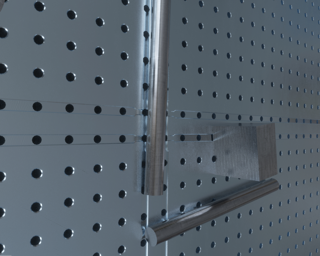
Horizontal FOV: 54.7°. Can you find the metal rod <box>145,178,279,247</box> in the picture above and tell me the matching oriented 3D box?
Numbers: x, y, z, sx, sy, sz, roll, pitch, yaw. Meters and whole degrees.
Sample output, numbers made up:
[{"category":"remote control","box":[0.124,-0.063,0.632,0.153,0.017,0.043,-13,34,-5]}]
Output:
[{"category":"metal rod","box":[0.103,0.125,0.498,0.302,0.025,0.025,-8,95,-40]}]

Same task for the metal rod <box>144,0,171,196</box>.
[{"category":"metal rod","box":[-0.002,-0.063,0.408,0.025,0.025,0.298,4,88,-40]}]

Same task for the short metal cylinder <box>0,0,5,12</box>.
[{"category":"short metal cylinder","box":[-0.174,-0.112,0.247,0.081,0.050,0.079,0,90,-40]}]

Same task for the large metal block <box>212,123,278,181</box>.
[{"category":"large metal block","box":[0.133,0.034,0.488,0.050,0.080,0.079,-8,96,-40]}]
